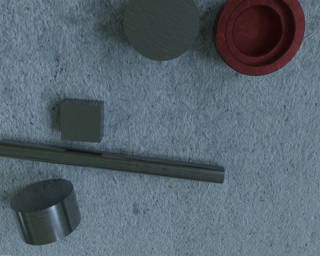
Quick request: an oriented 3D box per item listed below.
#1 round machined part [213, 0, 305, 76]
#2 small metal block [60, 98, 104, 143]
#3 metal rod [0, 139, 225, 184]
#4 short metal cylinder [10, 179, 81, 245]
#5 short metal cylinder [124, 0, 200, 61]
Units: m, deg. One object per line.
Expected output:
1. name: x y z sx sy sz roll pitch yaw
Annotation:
1. round machined part: 0.110 -0.113 0.360 0.099 0.042 0.097 0 110 0
2. small metal block: -0.101 -0.010 0.405 0.050 0.025 0.050 4 110 -2
3. metal rod: -0.062 0.046 0.426 0.302 0.025 0.025 8 110 -3
4. short metal cylinder: -0.153 0.111 0.420 0.080 0.080 0.050 -7 110 2
5. short metal cylinder: 0.002 -0.120 0.352 0.081 0.050 0.079 0 110 0
